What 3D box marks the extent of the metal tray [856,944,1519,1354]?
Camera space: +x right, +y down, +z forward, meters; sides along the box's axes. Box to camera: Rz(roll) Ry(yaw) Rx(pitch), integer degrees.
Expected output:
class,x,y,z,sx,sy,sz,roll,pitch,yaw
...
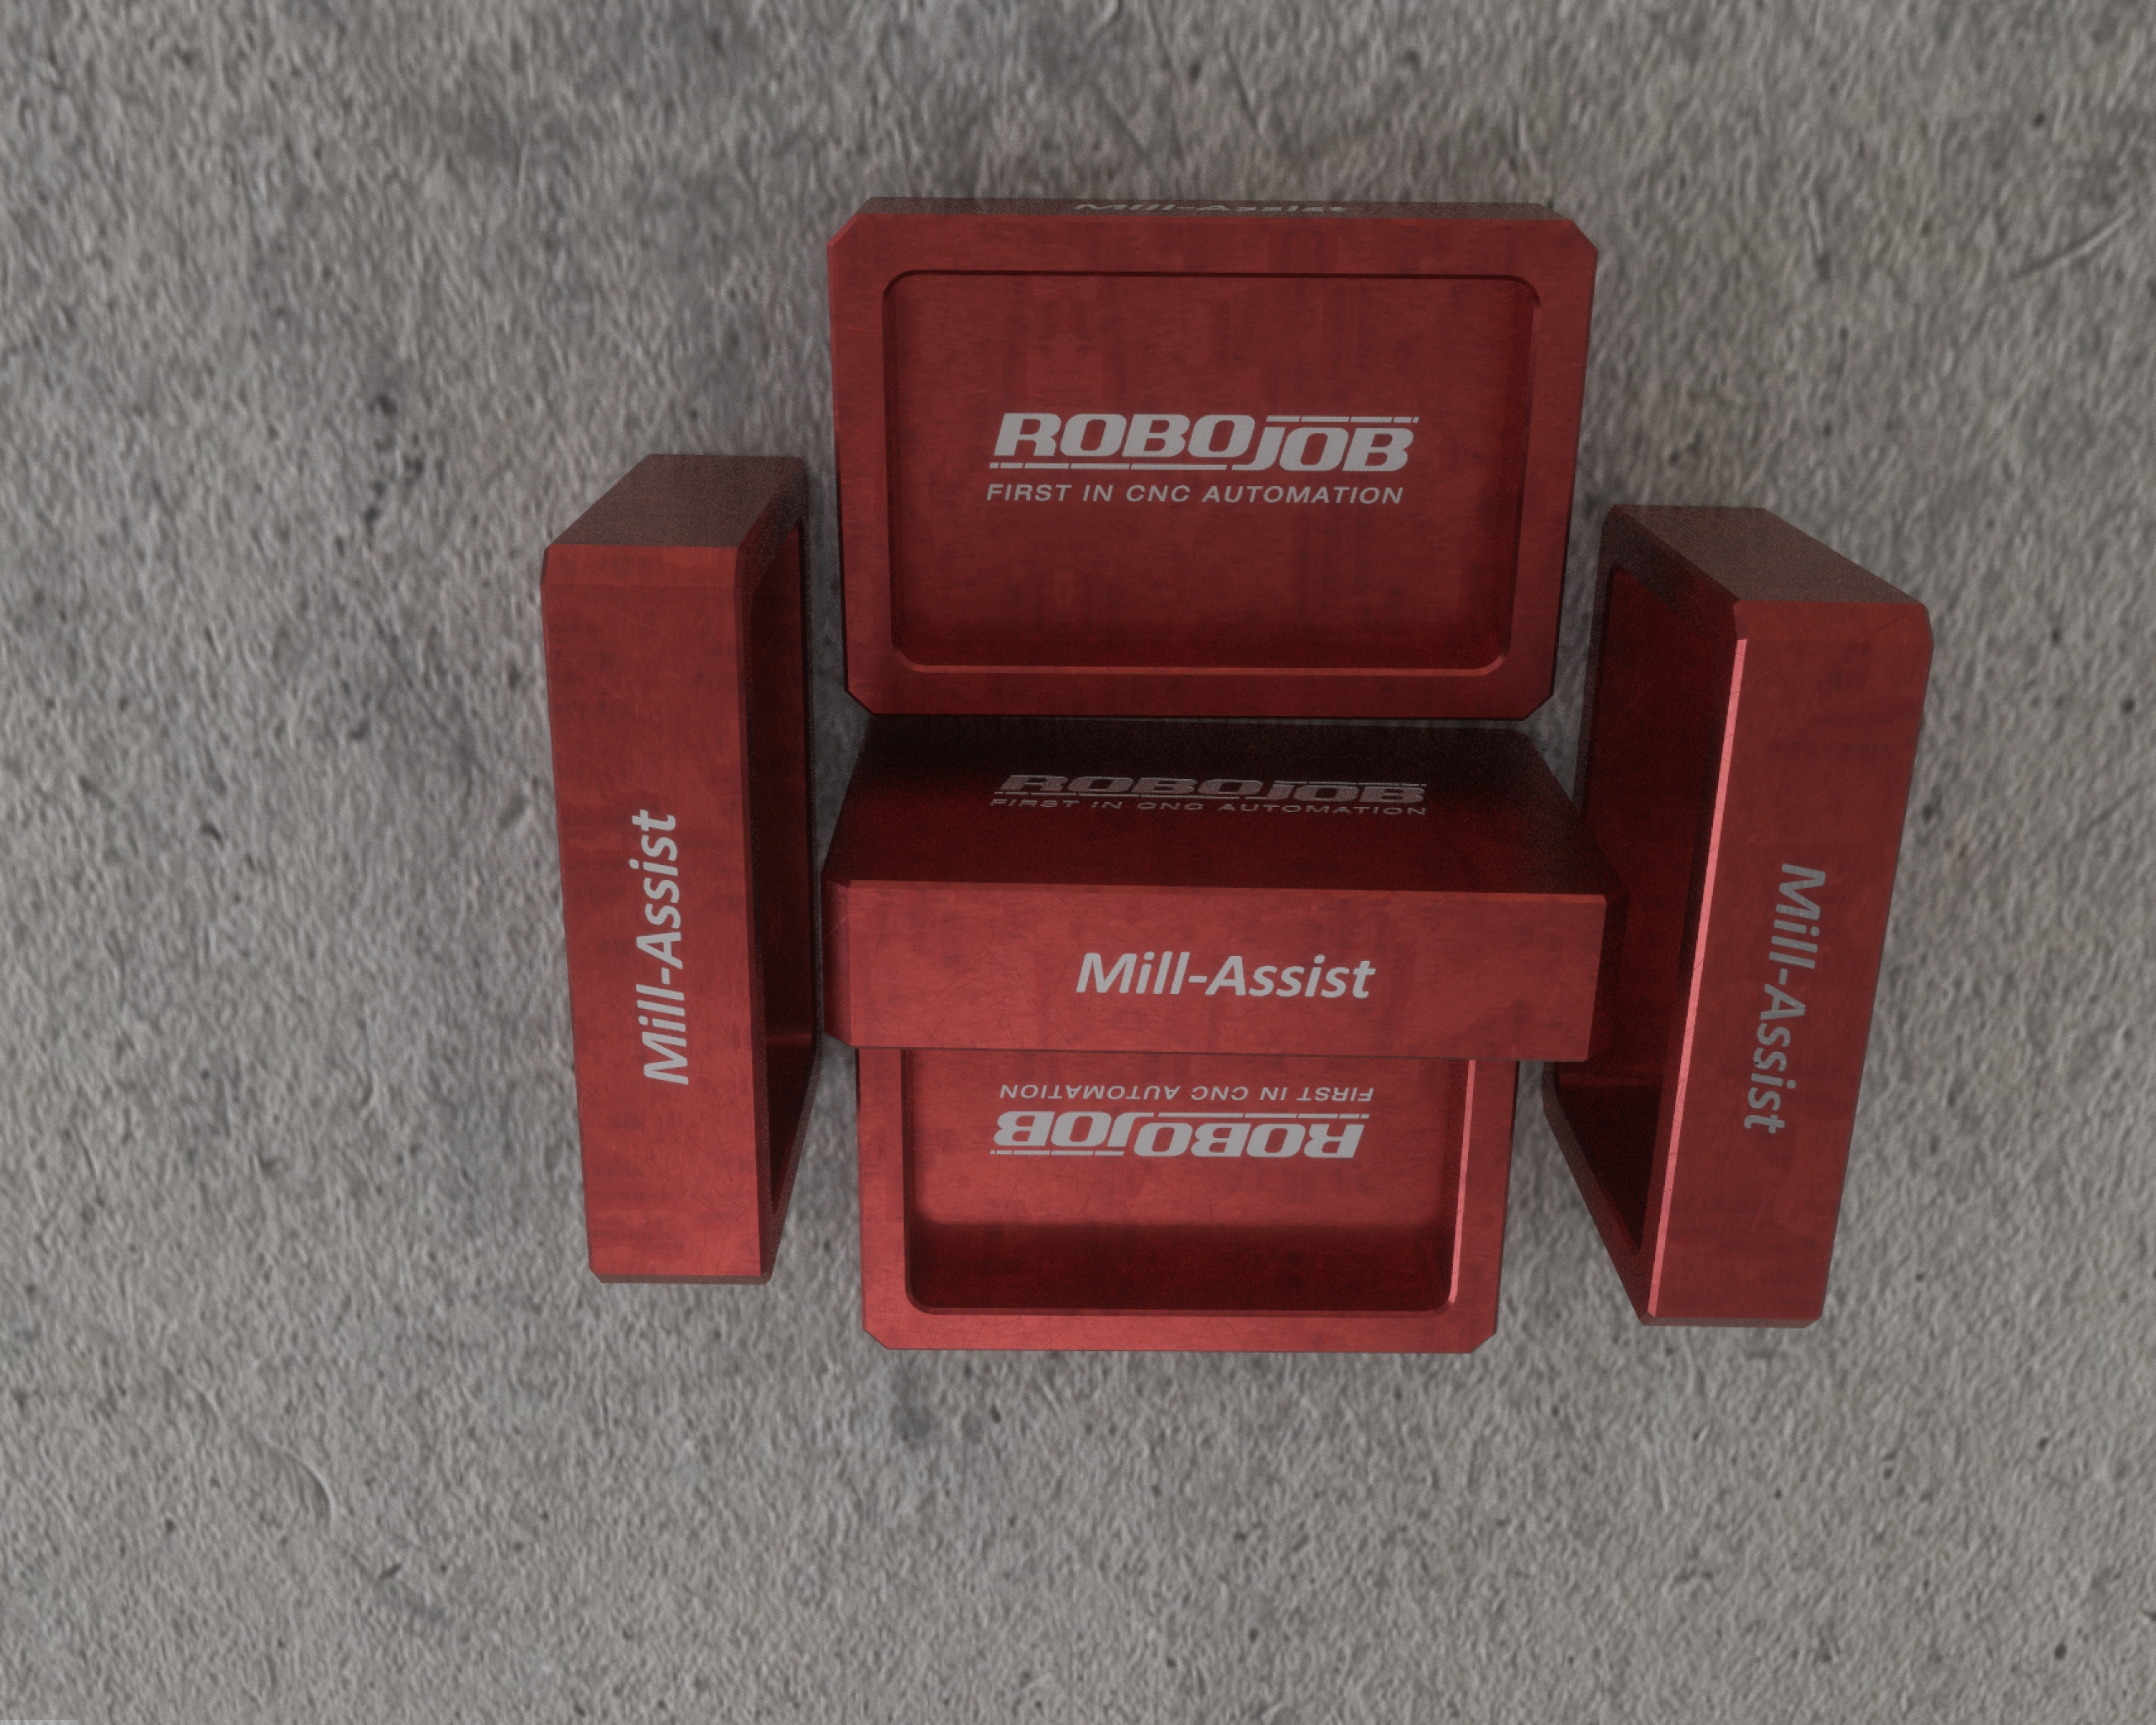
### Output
class,x,y,z,sx,sy,sz,roll,pitch,yaw
metal tray,0.021,0.054,0.430,0.131,0.030,0.089,1,109,-1

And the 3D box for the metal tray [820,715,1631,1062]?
class,x,y,z,sx,sy,sz,roll,pitch,yaw
metal tray,0.024,0.002,0.379,0.131,0.090,0.030,1,111,-1

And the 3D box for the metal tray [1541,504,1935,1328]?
class,x,y,z,sx,sy,sz,roll,pitch,yaw
metal tray,0.114,0.007,0.380,0.030,0.090,0.129,1,110,0

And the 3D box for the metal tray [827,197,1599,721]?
class,x,y,z,sx,sy,sz,roll,pitch,yaw
metal tray,0.023,-0.073,0.382,0.131,0.030,0.089,0,113,-1

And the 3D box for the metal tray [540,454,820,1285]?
class,x,y,z,sx,sy,sz,roll,pitch,yaw
metal tray,-0.067,-0.002,0.375,0.030,0.090,0.129,1,111,-1
